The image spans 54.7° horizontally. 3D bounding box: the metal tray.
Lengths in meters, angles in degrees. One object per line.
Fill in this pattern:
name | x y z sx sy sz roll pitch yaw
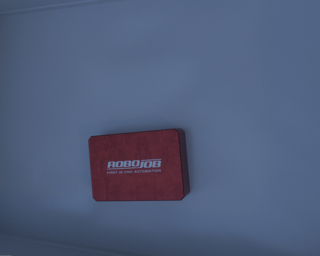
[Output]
metal tray | -0.030 0.050 0.417 0.130 0.030 0.089 -5 88 19
